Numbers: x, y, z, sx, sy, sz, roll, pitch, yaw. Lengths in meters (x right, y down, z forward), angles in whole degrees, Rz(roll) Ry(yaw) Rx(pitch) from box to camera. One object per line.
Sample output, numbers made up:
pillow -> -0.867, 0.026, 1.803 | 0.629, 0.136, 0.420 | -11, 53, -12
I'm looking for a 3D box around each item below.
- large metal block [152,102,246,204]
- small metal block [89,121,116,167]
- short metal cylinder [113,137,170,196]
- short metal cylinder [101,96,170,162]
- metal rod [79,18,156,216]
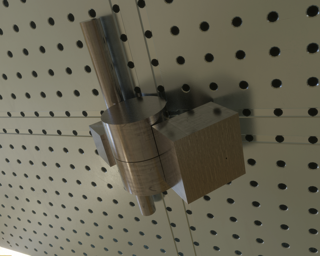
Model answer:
large metal block -> 0.046, 0.026, 0.353 | 0.050, 0.081, 0.080 | 35, 143, 57
small metal block -> -0.075, 0.021, 0.444 | 0.050, 0.025, 0.050 | 29, 138, 56
short metal cylinder -> -0.015, 0.043, 0.405 | 0.080, 0.080, 0.050 | 1, 119, 28
short metal cylinder -> -0.027, -0.001, 0.384 | 0.080, 0.080, 0.050 | 1, 119, 28
metal rod -> -0.052, 0.002, 0.434 | 0.025, 0.025, 0.298 | 0, 119, 28
